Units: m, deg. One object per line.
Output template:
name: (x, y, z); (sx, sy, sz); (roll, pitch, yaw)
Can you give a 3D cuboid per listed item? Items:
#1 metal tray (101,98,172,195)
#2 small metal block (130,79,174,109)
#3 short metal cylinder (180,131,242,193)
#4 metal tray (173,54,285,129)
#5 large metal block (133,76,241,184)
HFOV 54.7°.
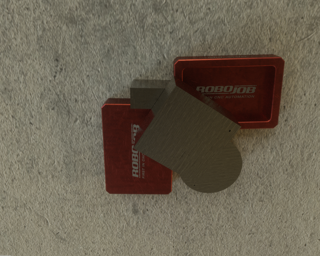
metal tray: (-0.028, 0.026, 0.419); (0.091, 0.030, 0.129); (1, 110, 0)
small metal block: (-0.009, -0.043, 0.382); (0.050, 0.050, 0.025); (1, 110, -1)
short metal cylinder: (0.063, 0.039, 0.412); (0.080, 0.050, 0.079); (0, 110, 0)
metal tray: (0.083, -0.045, 0.392); (0.131, 0.030, 0.089); (-2, 110, 0)
large metal block: (0.028, 0.001, 0.344); (0.080, 0.050, 0.080); (31, 107, -11)
